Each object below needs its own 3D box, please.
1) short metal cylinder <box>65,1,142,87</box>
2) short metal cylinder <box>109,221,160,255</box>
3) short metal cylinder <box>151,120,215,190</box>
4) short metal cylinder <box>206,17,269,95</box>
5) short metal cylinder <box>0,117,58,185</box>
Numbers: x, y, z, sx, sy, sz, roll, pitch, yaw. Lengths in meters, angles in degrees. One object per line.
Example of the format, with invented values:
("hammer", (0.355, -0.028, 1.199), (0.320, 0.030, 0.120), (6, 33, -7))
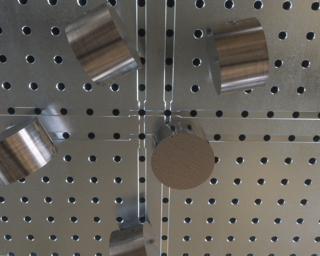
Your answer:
("short metal cylinder", (-0.061, -0.093, 0.349), (0.050, 0.080, 0.080), (-25, 108, 9))
("short metal cylinder", (-0.034, 0.183, 0.451), (0.050, 0.080, 0.080), (-18, 109, 6))
("short metal cylinder", (0.029, 0.035, 0.413), (0.081, 0.050, 0.079), (0, 110, -1))
("short metal cylinder", (0.086, -0.081, 0.355), (0.050, 0.080, 0.079), (-10, 110, 3))
("short metal cylinder", (-0.179, 0.028, 0.392), (0.080, 0.080, 0.050), (-23, 109, 8))
